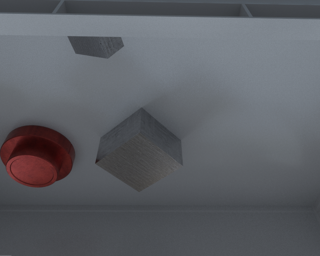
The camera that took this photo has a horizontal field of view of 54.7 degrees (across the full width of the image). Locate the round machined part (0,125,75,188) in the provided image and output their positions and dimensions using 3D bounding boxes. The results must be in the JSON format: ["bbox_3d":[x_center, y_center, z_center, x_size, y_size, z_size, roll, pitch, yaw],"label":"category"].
[{"bbox_3d":[-0.173,0.046,0.435,0.099,0.042,0.097,-1,130,0],"label":"round machined part"}]

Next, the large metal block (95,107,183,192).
[{"bbox_3d":[-0.027,0.032,0.420,0.080,0.050,0.080,-35,123,25],"label":"large metal block"}]

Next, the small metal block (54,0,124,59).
[{"bbox_3d":[-0.069,-0.100,0.307,0.050,0.025,0.050,17,141,35],"label":"small metal block"}]
